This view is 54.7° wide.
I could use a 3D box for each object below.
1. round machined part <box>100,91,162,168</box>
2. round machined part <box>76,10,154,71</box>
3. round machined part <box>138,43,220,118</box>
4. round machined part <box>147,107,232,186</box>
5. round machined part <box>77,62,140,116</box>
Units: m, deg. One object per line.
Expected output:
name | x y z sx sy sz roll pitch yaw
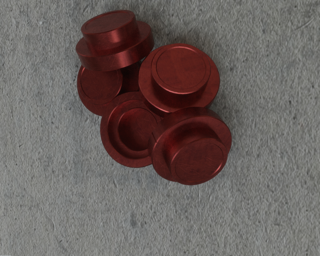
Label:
round machined part | -0.025 0.002 0.409 0.098 0.042 0.097 0 90 19
round machined part | -0.059 -0.115 0.390 0.098 0.098 0.042 1 132 19
round machined part | 0.023 -0.061 0.369 0.099 0.042 0.098 1 68 -3
round machined part | 0.038 0.028 0.358 0.098 0.098 0.042 -45 36 14
round machined part | -0.073 -0.064 0.427 0.098 0.042 0.097 0 90 19
